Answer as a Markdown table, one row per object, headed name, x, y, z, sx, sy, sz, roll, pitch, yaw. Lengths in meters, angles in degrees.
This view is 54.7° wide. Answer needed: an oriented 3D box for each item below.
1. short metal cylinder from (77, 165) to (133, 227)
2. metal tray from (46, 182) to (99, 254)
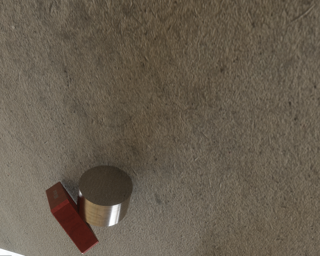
| name | x | y | z | sx | sy | sz | roll | pitch | yaw |
| --- | --- | --- | --- | --- | --- | --- | --- | --- | --- |
| short metal cylinder | -0.086 | 0.104 | 0.481 | 0.080 | 0.080 | 0.050 | 25 | 127 | 13 |
| metal tray | -0.154 | 0.149 | 0.533 | 0.090 | 0.030 | 0.130 | 60 | 162 | -15 |
